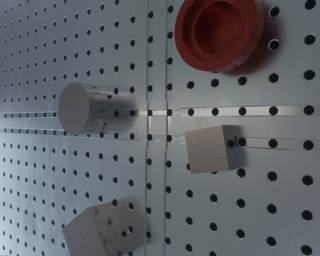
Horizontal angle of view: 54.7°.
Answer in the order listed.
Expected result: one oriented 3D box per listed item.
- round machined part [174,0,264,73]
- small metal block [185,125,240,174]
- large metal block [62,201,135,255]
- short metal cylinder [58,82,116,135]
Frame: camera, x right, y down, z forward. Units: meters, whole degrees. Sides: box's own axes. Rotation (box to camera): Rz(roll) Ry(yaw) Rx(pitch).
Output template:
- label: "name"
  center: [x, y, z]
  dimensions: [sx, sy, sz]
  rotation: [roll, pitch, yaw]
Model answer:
- label: "round machined part"
  center: [0.067, -0.109, 0.343]
  dimensions: [0.098, 0.042, 0.097]
  rotation: [0, 90, 40]
- label: "small metal block"
  center: [0.060, 0.025, 0.360]
  dimensions: [0.050, 0.025, 0.050]
  rotation: [-12, 82, 39]
- label: "large metal block"
  center: [-0.096, 0.170, 0.473]
  dimensions: [0.080, 0.050, 0.080]
  rotation: [-42, 65, 32]
- label: "short metal cylinder"
  center: [-0.116, -0.029, 0.489]
  dimensions: [0.080, 0.050, 0.080]
  rotation: [0, 90, 40]
